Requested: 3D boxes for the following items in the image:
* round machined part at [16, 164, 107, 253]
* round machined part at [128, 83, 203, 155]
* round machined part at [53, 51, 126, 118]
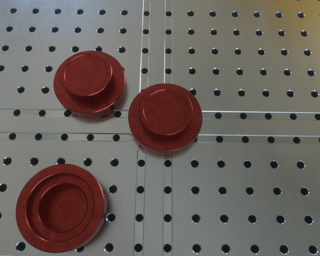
[{"bbox_3d":[-0.112,0.095,0.367,0.099,0.042,0.098,0,70,-1],"label":"round machined part"},{"bbox_3d":[0.007,-0.016,0.409,0.099,0.042,0.098,0,70,-1],"label":"round machined part"},{"bbox_3d":[-0.097,-0.066,0.426,0.099,0.042,0.098,0,70,-1],"label":"round machined part"}]
